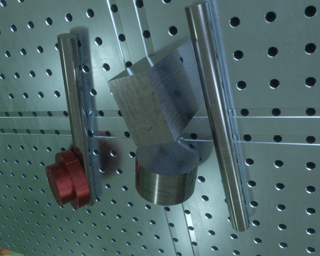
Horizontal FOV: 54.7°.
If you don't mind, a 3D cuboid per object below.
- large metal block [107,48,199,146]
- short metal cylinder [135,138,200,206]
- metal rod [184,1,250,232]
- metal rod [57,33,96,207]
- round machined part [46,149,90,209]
[{"bbox_3d":[-0.003,-0.036,0.354,0.050,0.080,0.080,-9,114,32],"label":"large metal block"},{"bbox_3d":[0.008,0.054,0.403,0.080,0.080,0.050,17,125,18],"label":"short metal cylinder"},{"bbox_3d":[0.075,0.006,0.374,0.025,0.025,0.298,-2,118,29],"label":"metal rod"},{"bbox_3d":[-0.124,0.007,0.478,0.025,0.025,0.298,15,125,19],"label":"metal rod"},{"bbox_3d":[-0.154,0.087,0.505,0.098,0.042,0.097,36,135,46],"label":"round machined part"}]
